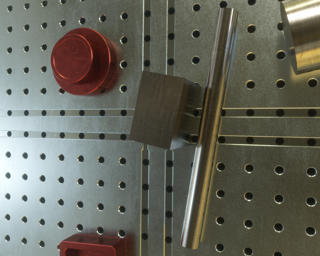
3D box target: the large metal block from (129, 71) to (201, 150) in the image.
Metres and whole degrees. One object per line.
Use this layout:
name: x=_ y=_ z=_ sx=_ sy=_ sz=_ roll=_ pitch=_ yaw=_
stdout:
large metal block: x=0.009 y=-0.020 z=0.380 sx=0.050 sy=0.080 sz=0.079 roll=13 pitch=95 yaw=19

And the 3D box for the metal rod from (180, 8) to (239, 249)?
metal rod: x=0.061 y=0.003 z=0.390 sx=0.025 sy=0.025 sz=0.298 roll=10 pitch=93 yaw=19

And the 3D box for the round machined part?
round machined part: x=-0.115 y=-0.096 z=0.444 sx=0.098 sy=0.042 sz=0.097 roll=0 pitch=90 yaw=19

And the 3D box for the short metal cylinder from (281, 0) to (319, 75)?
short metal cylinder: x=0.162 y=-0.101 z=0.326 sx=0.050 sy=0.080 sz=0.080 roll=-13 pitch=86 yaw=19

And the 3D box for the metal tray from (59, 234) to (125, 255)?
metal tray: x=-0.095 y=0.225 z=0.443 sx=0.090 sy=0.030 sz=0.129 roll=-2 pitch=89 yaw=19
